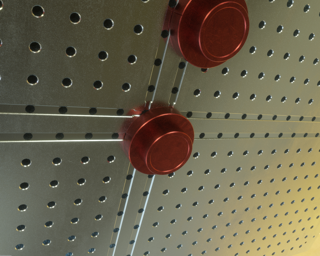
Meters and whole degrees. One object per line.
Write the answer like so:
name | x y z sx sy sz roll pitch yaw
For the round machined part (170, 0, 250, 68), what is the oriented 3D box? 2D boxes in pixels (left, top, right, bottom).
round machined part | 0.065 -0.117 0.365 0.099 0.042 0.097 -14 124 -21

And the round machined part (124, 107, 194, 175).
round machined part | 0.005 0.025 0.420 0.099 0.042 0.097 -14 125 -21
